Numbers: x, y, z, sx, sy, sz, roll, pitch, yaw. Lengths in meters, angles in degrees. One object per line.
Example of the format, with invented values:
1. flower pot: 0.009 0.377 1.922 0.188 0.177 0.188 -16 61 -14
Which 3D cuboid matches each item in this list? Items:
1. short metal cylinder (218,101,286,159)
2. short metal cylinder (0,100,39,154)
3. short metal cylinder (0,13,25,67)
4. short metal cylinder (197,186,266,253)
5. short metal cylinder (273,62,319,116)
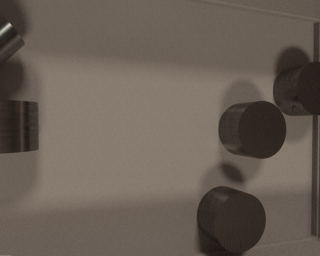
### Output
1. short metal cylinder: 0.133 0.002 0.448 0.081 0.050 0.079 0 90 -21
2. short metal cylinder: -0.169 -0.001 0.319 0.081 0.080 0.050 -1 91 -20
3. short metal cylinder: -0.187 -0.098 0.312 0.080 0.080 0.050 44 76 -15
4. short metal cylinder: 0.100 0.126 0.436 0.081 0.050 0.079 0 90 -21
5. short metal cylinder: 0.226 -0.059 0.483 0.081 0.050 0.079 0 90 -21
